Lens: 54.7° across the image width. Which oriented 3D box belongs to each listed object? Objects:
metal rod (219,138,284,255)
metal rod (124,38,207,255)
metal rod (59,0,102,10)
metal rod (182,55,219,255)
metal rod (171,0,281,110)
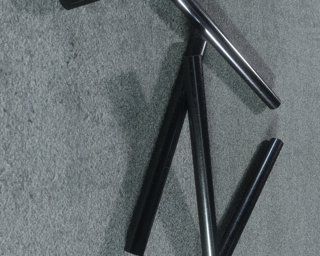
[{"bbox_3d":[0.144,0.136,0.525,0.025,0.025,0.301,51,60,-28],"label":"metal rod"},{"bbox_3d":[0.012,0.014,0.414,0.025,0.025,0.299,29,72,-37],"label":"metal rod"},{"bbox_3d":[0.003,-0.206,0.406,0.302,0.025,0.025,-35,112,-34],"label":"metal rod"},{"bbox_3d":[0.059,0.051,0.433,0.025,0.025,0.298,-19,109,-38],"label":"metal rod"},{"bbox_3d":[0.116,-0.118,0.501,0.301,0.025,0.025,36,68,-34],"label":"metal rod"}]
